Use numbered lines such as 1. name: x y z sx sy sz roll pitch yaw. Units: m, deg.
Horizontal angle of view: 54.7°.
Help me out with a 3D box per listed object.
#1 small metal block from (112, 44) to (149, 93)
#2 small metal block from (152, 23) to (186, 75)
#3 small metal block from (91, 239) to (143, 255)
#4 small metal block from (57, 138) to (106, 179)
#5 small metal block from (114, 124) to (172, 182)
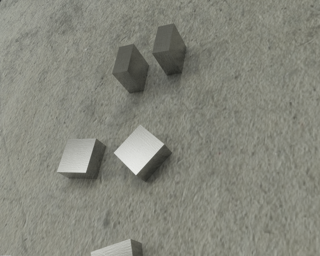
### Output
1. small metal block: -0.042 -0.088 0.462 0.025 0.050 0.050 -5 59 25
2. small metal block: 0.015 -0.113 0.448 0.025 0.050 0.050 -4 60 26
3. small metal block: -0.044 0.153 0.332 0.050 0.025 0.050 -23 53 14
4. small metal block: -0.109 0.043 0.433 0.050 0.025 0.050 -3 60 26
5. small metal block: -0.022 0.032 0.395 0.050 0.025 0.050 -48 52 -6
